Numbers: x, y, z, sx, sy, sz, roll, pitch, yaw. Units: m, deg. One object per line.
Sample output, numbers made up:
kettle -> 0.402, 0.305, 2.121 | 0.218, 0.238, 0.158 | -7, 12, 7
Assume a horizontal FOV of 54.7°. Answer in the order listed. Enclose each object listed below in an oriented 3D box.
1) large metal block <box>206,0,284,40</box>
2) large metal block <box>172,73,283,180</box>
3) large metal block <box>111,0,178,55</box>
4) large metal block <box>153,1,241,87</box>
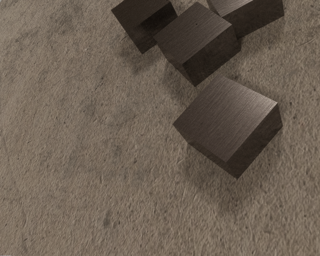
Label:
large metal block -> 0.115, -0.179, 0.437 | 0.080, 0.050, 0.080 | -26, 53, 11
large metal block -> 0.076, -0.003, 0.349 | 0.080, 0.050, 0.080 | -48, 52, -6
large metal block -> -0.023, -0.181, 0.510 | 0.080, 0.050, 0.080 | -35, 52, 5
large metal block -> 0.050, -0.118, 0.433 | 0.080, 0.050, 0.080 | -39, 51, 2
